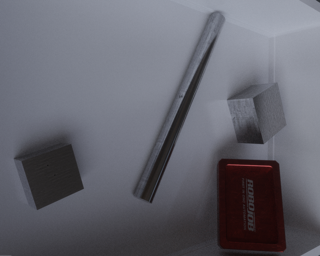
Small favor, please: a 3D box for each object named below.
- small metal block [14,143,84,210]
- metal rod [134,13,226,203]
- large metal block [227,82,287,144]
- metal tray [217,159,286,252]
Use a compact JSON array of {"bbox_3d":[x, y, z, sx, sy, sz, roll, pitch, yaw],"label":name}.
[{"bbox_3d":[-0.112,0.047,0.314,0.050,0.025,0.050,-21,104,-38],"label":"small metal block"},{"bbox_3d":[0.034,-0.040,0.437,0.025,0.025,0.300,36,68,-35],"label":"metal rod"},{"bbox_3d":[0.169,-0.026,0.535,0.081,0.050,0.080,-30,109,-36],"label":"large metal block"},{"bbox_3d":[0.133,0.113,0.462,0.030,0.091,0.130,81,12,-68],"label":"metal tray"}]
